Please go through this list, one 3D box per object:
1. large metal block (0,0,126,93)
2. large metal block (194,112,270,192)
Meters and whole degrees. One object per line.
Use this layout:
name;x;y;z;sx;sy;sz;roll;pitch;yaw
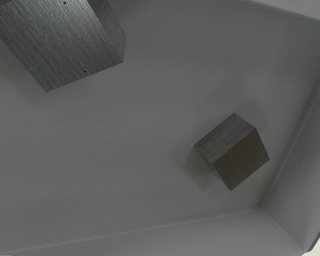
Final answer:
large metal block;-0.085;-0.088;0.272;0.080;0.050;0.080;-18;131;14
large metal block;0.112;0.037;0.476;0.080;0.050;0.080;-39;129;-2
